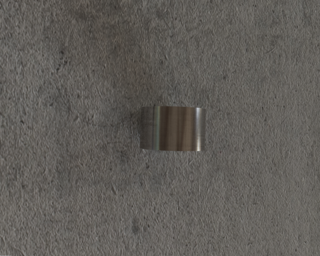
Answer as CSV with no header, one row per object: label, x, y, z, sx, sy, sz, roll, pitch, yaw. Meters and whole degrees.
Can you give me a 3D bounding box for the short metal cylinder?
short metal cylinder,0.016,0.001,0.385,0.081,0.080,0.050,2,90,-20
